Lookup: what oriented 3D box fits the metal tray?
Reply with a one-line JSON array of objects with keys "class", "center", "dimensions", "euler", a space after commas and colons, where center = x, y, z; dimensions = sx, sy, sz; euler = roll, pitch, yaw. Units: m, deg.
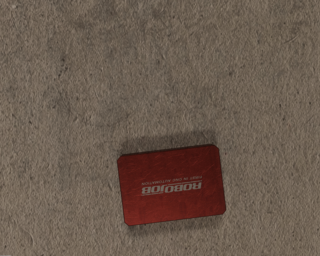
[{"class": "metal tray", "center": [0.015, 0.073, 0.408], "dimensions": [0.131, 0.030, 0.089], "euler": [-7, 90, -1]}]
